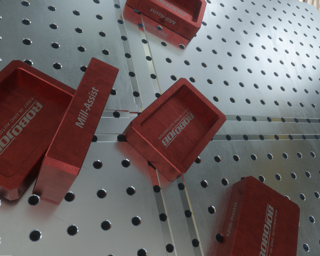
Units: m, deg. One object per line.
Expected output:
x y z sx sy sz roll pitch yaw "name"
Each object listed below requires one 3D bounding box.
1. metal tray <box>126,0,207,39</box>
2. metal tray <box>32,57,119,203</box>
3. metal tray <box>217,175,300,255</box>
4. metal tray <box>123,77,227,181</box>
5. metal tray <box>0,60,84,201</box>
0.015 -0.223 0.551 0.131 0.030 0.090 26 53 -13 "metal tray"
-0.086 0.001 0.320 0.030 0.090 0.130 24 53 -14 "metal tray"
0.128 0.137 0.392 0.090 0.030 0.130 32 51 -8 "metal tray"
0.025 -0.003 0.421 0.090 0.030 0.131 44 51 1 "metal tray"
-0.149 -0.004 0.319 0.090 0.030 0.130 28 53 -3 "metal tray"
